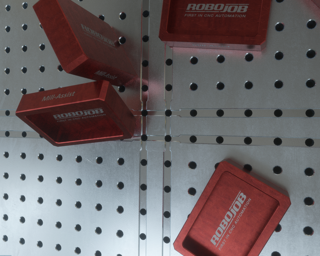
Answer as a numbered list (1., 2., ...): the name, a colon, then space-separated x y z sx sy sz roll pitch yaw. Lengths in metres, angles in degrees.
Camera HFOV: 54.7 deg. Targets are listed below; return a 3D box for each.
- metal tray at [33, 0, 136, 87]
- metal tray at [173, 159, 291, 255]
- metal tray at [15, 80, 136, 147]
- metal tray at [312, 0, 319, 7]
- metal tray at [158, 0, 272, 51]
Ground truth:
1. metal tray: -0.086 -0.104 0.386 0.030 0.130 0.090 -31 80 17
2. metal tray: 0.086 0.115 0.379 0.090 0.030 0.129 30 100 17
3. metal tray: -0.109 -0.015 0.414 0.130 0.090 0.030 -7 55 19
4. metal tray: 0.220 -0.191 0.332 0.130 0.030 0.090 -40 78 15
5. metal tray: 0.069 -0.147 0.385 0.130 0.030 0.089 8 93 19
